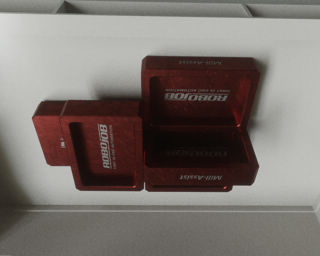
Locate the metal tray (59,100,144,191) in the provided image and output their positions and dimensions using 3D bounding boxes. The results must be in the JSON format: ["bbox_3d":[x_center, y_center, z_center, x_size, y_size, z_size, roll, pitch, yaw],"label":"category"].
[{"bbox_3d":[-0.065,0.027,0.385,0.091,0.030,0.129,1,130,-1],"label":"metal tray"}]

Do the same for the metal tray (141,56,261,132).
[{"bbox_3d":[0.044,-0.038,0.372,0.131,0.030,0.089,0,130,-1],"label":"metal tray"}]

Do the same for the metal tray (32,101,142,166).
[{"bbox_3d":[-0.089,0.010,0.409,0.131,0.030,0.089,0,130,-1],"label":"metal tray"}]

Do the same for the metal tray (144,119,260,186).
[{"bbox_3d":[0.047,0.028,0.387,0.131,0.090,0.030,1,130,-1],"label":"metal tray"}]

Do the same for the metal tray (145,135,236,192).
[{"bbox_3d":[0.044,0.054,0.450,0.131,0.030,0.089,0,130,-1],"label":"metal tray"}]
